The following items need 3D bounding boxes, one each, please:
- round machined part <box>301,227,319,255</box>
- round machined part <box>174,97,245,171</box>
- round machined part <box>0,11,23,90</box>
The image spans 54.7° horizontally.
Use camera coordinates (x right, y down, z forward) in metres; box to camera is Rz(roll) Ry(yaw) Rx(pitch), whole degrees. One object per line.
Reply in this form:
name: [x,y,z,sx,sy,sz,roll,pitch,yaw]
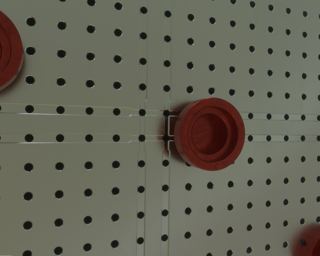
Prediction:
round machined part: [0.287,0.217,0.513,0.099,0.042,0.097,0,90,-21]
round machined part: [0.064,0.008,0.429,0.099,0.042,0.097,0,90,-21]
round machined part: [-0.199,-0.082,0.330,0.099,0.042,0.097,0,90,-21]
